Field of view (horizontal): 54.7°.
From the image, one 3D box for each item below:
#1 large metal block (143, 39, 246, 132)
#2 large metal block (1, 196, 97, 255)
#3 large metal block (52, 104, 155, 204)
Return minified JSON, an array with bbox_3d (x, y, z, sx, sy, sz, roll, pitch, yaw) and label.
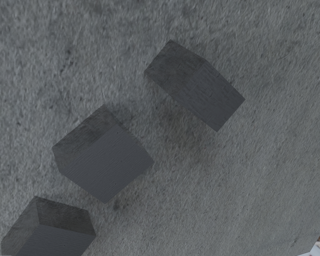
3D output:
[{"bbox_3d":[0.039,-0.050,0.363,0.080,0.080,0.050,33,99,-39],"label":"large metal block"},{"bbox_3d":[-0.144,0.144,0.402,0.080,0.050,0.080,30,101,-38],"label":"large metal block"},{"bbox_3d":[-0.068,0.033,0.375,0.080,0.050,0.080,-41,130,-1],"label":"large metal block"}]
